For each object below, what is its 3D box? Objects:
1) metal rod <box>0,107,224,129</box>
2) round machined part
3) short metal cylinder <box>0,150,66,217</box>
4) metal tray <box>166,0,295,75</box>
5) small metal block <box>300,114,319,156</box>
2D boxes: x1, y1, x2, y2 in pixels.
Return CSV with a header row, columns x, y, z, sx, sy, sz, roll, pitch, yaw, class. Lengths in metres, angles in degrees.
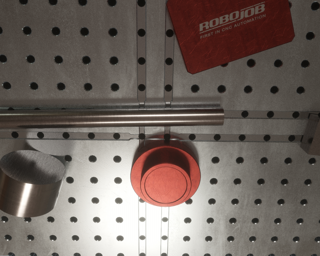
x,y,z,sx,sy,sz,roll,pitch,yaw,class
-0.069,-0.013,0.407,0.302,0.025,0.025,-1,110,0,metal rod
0.008,0.069,0.430,0.099,0.042,0.097,0,110,0,round machined part
-0.171,0.071,0.408,0.080,0.080,0.050,19,109,-7,short metal cylinder
0.082,-0.127,0.365,0.131,0.030,0.090,-18,109,6,metal tray
0.227,0.011,0.421,0.050,0.025,0.050,7,110,-3,small metal block
